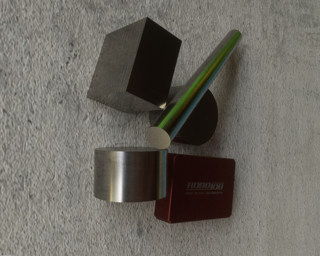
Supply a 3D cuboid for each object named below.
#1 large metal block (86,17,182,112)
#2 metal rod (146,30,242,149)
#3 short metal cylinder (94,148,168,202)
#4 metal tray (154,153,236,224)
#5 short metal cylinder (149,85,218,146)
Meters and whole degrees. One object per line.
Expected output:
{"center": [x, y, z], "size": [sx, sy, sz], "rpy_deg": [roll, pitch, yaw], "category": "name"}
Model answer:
{"center": [-0.030, -0.065, 0.344], "size": [0.050, 0.080, 0.080], "rpy_deg": [23, 75, -38], "category": "large metal block"}
{"center": [0.060, -0.070, 0.396], "size": [0.025, 0.025, 0.301], "rpy_deg": [63, 37, -21], "category": "metal rod"}
{"center": [-0.032, 0.048, 0.342], "size": [0.081, 0.080, 0.050], "rpy_deg": [1, 90, -40], "category": "short metal cylinder"}
{"center": [0.055, 0.085, 0.448], "size": [0.131, 0.030, 0.089], "rpy_deg": [9, 84, -40], "category": "metal tray"}
{"center": [0.032, -0.017, 0.416], "size": [0.081, 0.050, 0.079], "rpy_deg": [0, 90, -40], "category": "short metal cylinder"}
